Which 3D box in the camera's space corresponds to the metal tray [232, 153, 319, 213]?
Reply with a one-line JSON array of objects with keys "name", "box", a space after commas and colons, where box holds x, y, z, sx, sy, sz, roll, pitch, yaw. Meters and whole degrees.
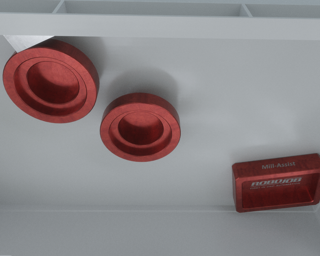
[{"name": "metal tray", "box": [0.182, 0.088, 0.483, 0.131, 0.030, 0.090, -8, 130, 6]}]

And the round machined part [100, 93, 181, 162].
[{"name": "round machined part", "box": [-0.024, -0.005, 0.393, 0.099, 0.042, 0.097, -1, 130, 0]}]

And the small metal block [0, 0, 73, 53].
[{"name": "small metal block", "box": [-0.119, -0.104, 0.302, 0.050, 0.050, 0.025, -19, 128, 15]}]

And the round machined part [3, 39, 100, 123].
[{"name": "round machined part", "box": [-0.118, -0.055, 0.349, 0.099, 0.042, 0.097, -1, 130, 0]}]
